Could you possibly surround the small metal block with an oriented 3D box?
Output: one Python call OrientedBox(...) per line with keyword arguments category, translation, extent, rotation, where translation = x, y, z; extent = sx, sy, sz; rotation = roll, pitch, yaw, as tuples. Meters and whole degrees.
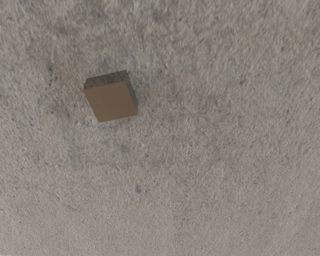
OrientedBox(category="small metal block", translation=(-0.058, -0.038, 0.375), extent=(0.050, 0.025, 0.050), rotation=(-11, 130, 9))
